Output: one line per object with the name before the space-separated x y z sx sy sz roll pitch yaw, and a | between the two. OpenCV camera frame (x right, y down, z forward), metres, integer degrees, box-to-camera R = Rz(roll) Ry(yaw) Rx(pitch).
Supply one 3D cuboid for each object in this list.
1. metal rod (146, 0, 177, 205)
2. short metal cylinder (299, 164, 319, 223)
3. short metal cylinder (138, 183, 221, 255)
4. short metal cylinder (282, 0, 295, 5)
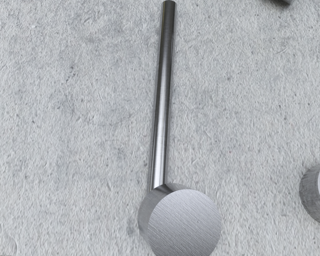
metal rod | 0.005 -0.048 0.425 0.025 0.025 0.299 4 70 1
short metal cylinder | 0.217 0.076 0.368 0.081 0.050 0.080 0 70 0
short metal cylinder | 0.020 0.104 0.342 0.081 0.050 0.080 1 87 -16
short metal cylinder | 0.199 -0.236 0.466 0.050 0.080 0.080 34 74 11
